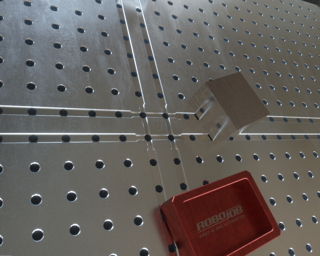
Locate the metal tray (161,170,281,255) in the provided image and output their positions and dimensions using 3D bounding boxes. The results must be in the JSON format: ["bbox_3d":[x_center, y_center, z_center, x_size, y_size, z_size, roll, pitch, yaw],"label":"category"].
[{"bbox_3d":[0.077,0.112,0.377,0.131,0.030,0.090,-12,68,-33],"label":"metal tray"}]

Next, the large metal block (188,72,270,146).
[{"bbox_3d":[0.103,-0.031,0.466,0.081,0.050,0.080,-22,73,-36],"label":"large metal block"}]
